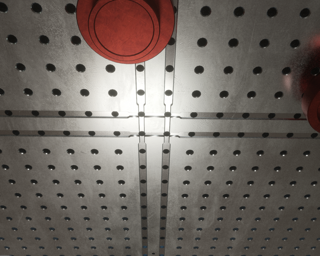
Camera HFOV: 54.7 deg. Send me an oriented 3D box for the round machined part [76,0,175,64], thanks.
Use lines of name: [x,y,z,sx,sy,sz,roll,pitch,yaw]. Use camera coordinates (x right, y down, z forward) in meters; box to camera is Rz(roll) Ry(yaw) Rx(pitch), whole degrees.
round machined part: [-0.034,-0.107,0.309,0.099,0.042,0.097,-1,130,0]

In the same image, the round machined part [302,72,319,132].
round machined part: [0.220,-0.040,0.370,0.099,0.042,0.097,-1,130,0]
